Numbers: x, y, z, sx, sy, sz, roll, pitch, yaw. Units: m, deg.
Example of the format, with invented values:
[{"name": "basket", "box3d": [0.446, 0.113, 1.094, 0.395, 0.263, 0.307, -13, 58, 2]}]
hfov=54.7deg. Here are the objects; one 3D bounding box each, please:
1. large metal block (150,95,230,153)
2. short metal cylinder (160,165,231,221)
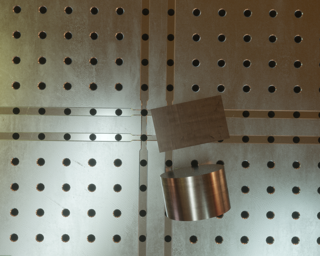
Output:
[{"name": "large metal block", "box3d": [0.034, -0.005, 0.386, 0.080, 0.080, 0.050, -12, 90, 0]}, {"name": "short metal cylinder", "box3d": [0.044, 0.078, 0.386, 0.080, 0.080, 0.050, -9, 90, 0]}]
